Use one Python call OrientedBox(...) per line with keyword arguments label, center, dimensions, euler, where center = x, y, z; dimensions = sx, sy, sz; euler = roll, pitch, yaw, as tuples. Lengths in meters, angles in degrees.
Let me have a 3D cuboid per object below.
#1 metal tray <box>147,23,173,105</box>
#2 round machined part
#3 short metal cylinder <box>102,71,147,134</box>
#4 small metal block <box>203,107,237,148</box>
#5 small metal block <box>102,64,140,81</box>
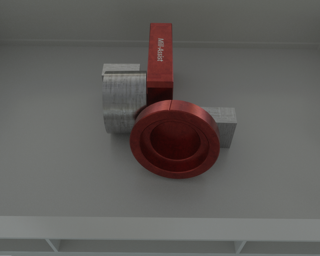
OrientedBox(label="metal tray", center=(0.001, -0.070, 0.421), dimensions=(0.030, 0.089, 0.130), euler=(1, 50, 0))
OrientedBox(label="round machined part", center=(0.018, 0.009, 0.352), dimensions=(0.099, 0.097, 0.042), euler=(7, 37, 5))
OrientedBox(label="short metal cylinder", center=(-0.042, -0.033, 0.397), dimensions=(0.050, 0.080, 0.080), euler=(-1, 50, -1))
OrientedBox(label="small metal block", center=(0.066, 0.000, 0.390), dimensions=(0.050, 0.050, 0.025), euler=(2, 50, 1))
OrientedBox(label="small metal block", center=(-0.053, -0.064, 0.442), dimensions=(0.050, 0.050, 0.025), euler=(0, 50, 0))
